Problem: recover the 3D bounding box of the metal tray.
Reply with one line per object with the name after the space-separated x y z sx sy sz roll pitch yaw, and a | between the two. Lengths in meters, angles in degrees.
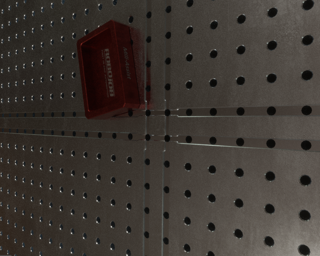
-0.081 -0.084 0.470 0.090 0.030 0.129 -14 81 38 | metal tray
